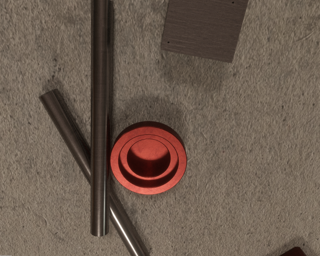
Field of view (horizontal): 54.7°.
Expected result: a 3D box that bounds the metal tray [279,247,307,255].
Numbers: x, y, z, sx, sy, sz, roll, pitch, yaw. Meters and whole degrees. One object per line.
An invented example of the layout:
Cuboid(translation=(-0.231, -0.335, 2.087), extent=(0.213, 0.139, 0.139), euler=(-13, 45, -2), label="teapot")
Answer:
Cuboid(translation=(0.198, 0.262, 0.507), extent=(0.130, 0.030, 0.090), euler=(-37, 107, 12), label="metal tray")

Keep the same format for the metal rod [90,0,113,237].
Cuboid(translation=(-0.075, -0.002, 0.391), extent=(0.025, 0.025, 0.298), euler=(3, 104, -2), label="metal rod")

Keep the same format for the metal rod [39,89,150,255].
Cuboid(translation=(-0.083, 0.084, 0.439), extent=(0.025, 0.025, 0.299), euler=(-22, 109, 7), label="metal rod")

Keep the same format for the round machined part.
Cuboid(translation=(-0.015, 0.036, 0.414), extent=(0.099, 0.042, 0.097), euler=(0, 110, -1), label="round machined part")

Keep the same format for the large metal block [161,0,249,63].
Cuboid(translation=(0.048, -0.124, 0.351), extent=(0.081, 0.050, 0.079), euler=(10, 110, -4), label="large metal block")
